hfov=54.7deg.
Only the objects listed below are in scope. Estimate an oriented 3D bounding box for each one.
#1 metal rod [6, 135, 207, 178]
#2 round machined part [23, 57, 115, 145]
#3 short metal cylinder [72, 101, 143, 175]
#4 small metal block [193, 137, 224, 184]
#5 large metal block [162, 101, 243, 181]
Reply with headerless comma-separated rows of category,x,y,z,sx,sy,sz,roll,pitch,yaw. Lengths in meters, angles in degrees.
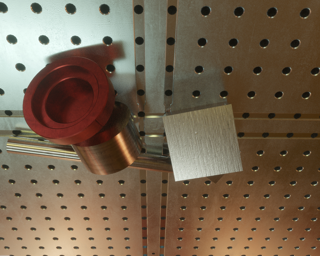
metal rod,-0.059,0.043,0.447,0.302,0.025,0.025,8,130,-8
round machined part,-0.097,-0.027,0.347,0.098,0.098,0.042,-11,157,8
short metal cylinder,-0.067,0.011,0.383,0.080,0.080,0.050,-11,131,9
small metal block,0.073,0.041,0.432,0.050,0.025,0.050,37,102,-14
large metal block,0.053,0.015,0.386,0.080,0.050,0.079,-10,98,8
